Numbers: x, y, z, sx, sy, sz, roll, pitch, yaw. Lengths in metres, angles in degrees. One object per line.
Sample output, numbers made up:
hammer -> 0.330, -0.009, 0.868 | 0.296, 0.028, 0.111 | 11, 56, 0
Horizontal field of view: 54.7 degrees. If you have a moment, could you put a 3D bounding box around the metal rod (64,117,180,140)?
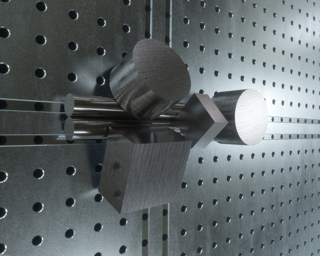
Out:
metal rod -> 0.020, 0.002, 0.422 | 0.302, 0.025, 0.025 | 1, 90, -40

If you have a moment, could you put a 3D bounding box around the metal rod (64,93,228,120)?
metal rod -> 0.020, -0.023, 0.422 | 0.302, 0.025, 0.025 | 1, 90, -40

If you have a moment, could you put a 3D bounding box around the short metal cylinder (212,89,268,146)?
short metal cylinder -> 0.113, -0.015, 0.451 | 0.081, 0.050, 0.079 | 0, 90, -40

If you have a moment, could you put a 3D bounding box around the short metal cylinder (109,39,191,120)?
short metal cylinder -> -0.011, -0.056, 0.361 | 0.080, 0.050, 0.080 | 21, 54, -31

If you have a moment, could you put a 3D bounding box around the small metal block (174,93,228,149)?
small metal block -> 0.051, -0.009, 0.394 | 0.025, 0.050, 0.050 | 1, 47, -40

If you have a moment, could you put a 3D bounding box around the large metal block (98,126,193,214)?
large metal block -> -0.017, 0.044, 0.356 | 0.081, 0.050, 0.079 | -1, 111, -40
